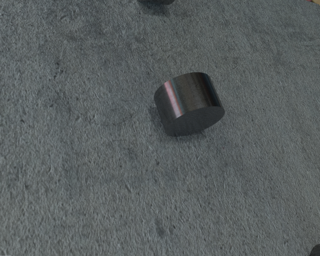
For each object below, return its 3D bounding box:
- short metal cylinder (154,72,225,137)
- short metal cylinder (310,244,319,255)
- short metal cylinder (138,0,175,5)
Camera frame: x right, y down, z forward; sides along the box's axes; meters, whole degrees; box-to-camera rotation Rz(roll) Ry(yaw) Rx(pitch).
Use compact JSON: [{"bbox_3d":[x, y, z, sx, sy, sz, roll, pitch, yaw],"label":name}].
[{"bbox_3d":[0.038,-0.029,0.406,0.081,0.080,0.050,-5,64,-31],"label":"short metal cylinder"},{"bbox_3d":[0.246,0.188,0.405,0.081,0.050,0.080,14,56,-21],"label":"short metal cylinder"},{"bbox_3d":[-0.005,-0.252,0.519,0.050,0.080,0.080,-5,65,-31],"label":"short metal cylinder"}]
